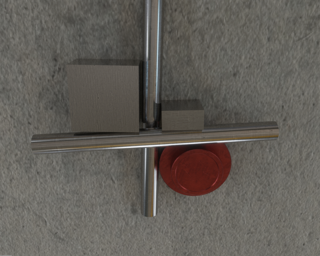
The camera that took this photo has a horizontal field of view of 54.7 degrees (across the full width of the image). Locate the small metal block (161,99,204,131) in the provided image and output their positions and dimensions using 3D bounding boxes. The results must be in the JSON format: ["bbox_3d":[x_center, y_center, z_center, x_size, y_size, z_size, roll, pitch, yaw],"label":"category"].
[{"bbox_3d":[0.027,-0.018,0.392,0.050,0.050,0.025,-1,110,0],"label":"small metal block"}]

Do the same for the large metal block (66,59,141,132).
[{"bbox_3d":[-0.065,-0.041,0.381,0.081,0.050,0.079,1,110,-1],"label":"large metal block"}]

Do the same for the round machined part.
[{"bbox_3d":[0.048,0.052,0.421,0.099,0.042,0.097,0,110,-1],"label":"round machined part"}]

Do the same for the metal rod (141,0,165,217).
[{"bbox_3d":[-0.011,-0.016,0.405,0.025,0.025,0.298,1,110,-1],"label":"metal rod"}]

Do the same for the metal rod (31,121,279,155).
[{"bbox_3d":[-0.003,0.012,0.389,0.302,0.025,0.025,-3,110,-4],"label":"metal rod"}]
